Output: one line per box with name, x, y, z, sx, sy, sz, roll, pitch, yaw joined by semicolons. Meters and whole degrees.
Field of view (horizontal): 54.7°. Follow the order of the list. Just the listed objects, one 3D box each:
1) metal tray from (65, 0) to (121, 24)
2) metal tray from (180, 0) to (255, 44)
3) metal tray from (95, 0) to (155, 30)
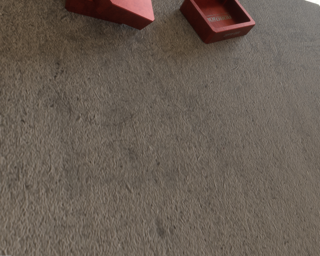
metal tray;-0.099;-0.229;0.487;0.091;0.030;0.130;6;59;-25
metal tray;0.112;-0.213;0.589;0.131;0.030;0.090;-23;74;-36
metal tray;-0.059;-0.224;0.470;0.091;0.030;0.129;4;71;-48
